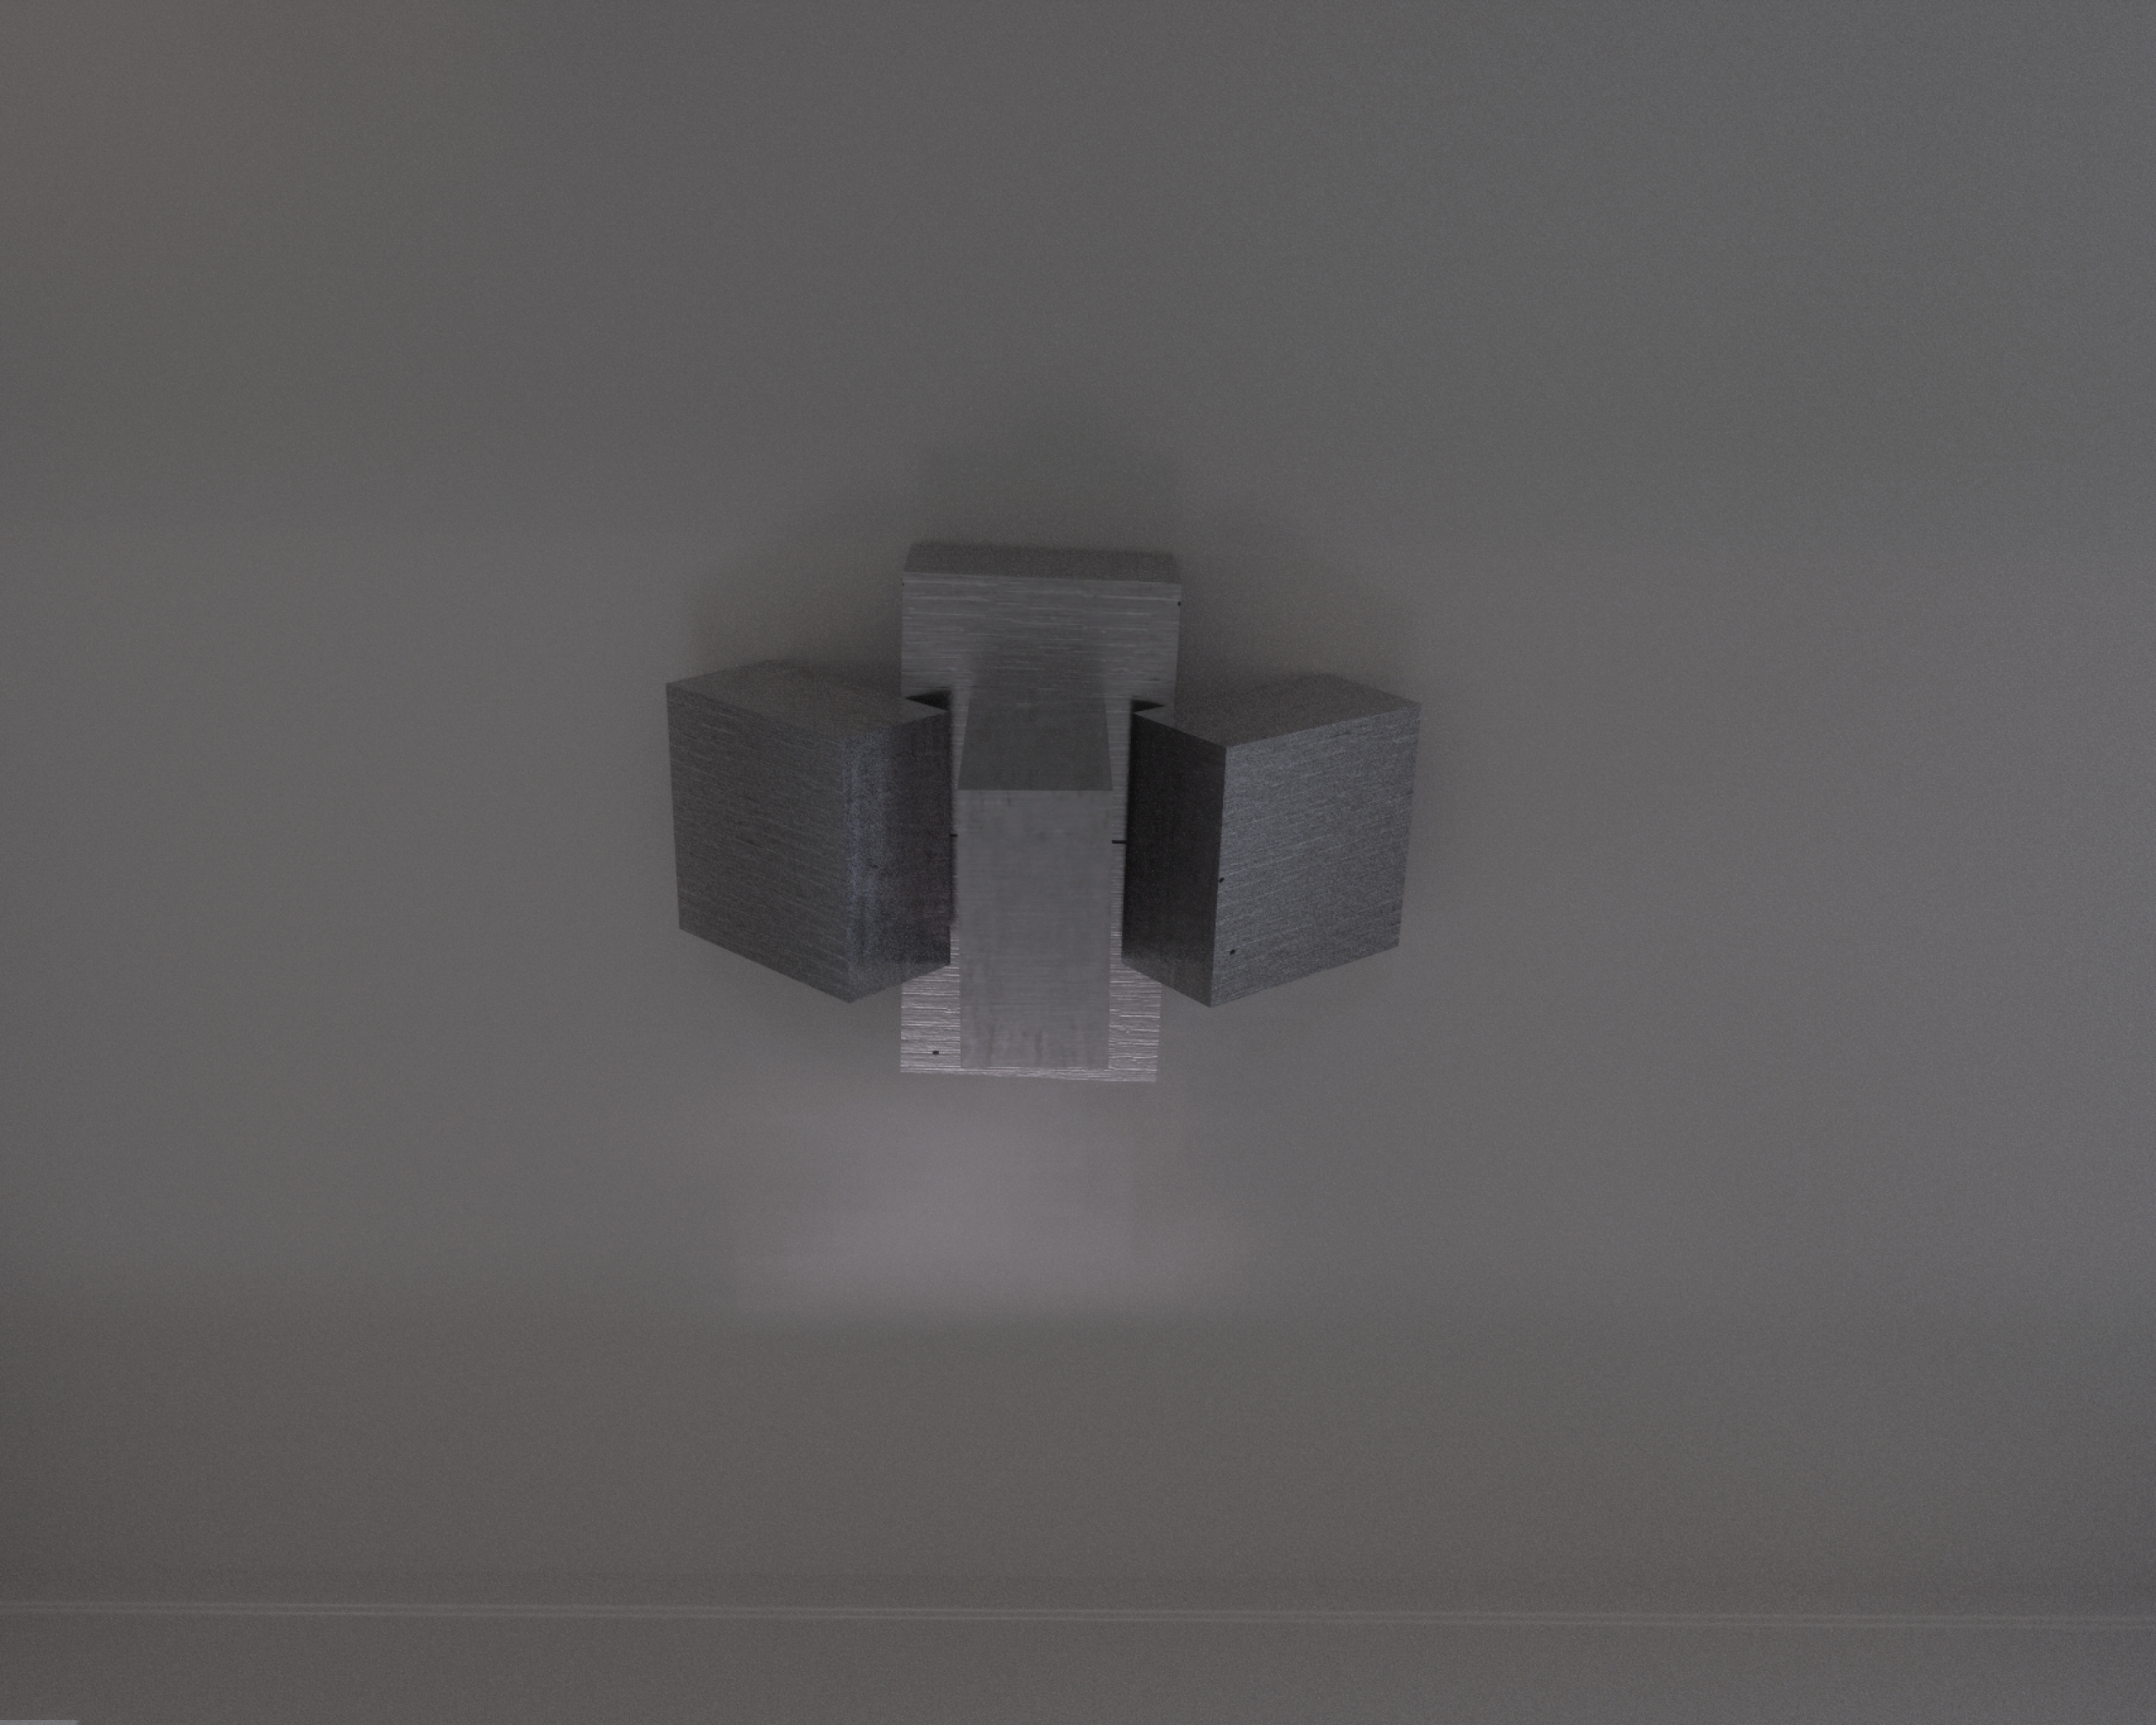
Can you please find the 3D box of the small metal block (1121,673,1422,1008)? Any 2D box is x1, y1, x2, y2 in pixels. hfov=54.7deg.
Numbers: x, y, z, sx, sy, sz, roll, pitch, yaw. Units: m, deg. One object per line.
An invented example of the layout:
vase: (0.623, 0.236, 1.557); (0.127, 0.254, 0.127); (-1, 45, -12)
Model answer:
small metal block: (0.036, -0.005, 0.395); (0.050, 0.025, 0.050); (-15, 116, -37)

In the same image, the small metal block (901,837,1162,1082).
small metal block: (-0.009, 0.015, 0.414); (0.050, 0.025, 0.050); (2, 110, -1)

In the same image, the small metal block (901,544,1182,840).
small metal block: (-0.008, -0.032, 0.396); (0.050, 0.025, 0.050); (2, 110, -2)

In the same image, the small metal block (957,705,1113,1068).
small metal block: (-0.007, 0.003, 0.370); (0.025, 0.050, 0.050); (0, 110, -1)

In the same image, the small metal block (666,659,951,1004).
small metal block: (-0.051, -0.007, 0.392); (0.050, 0.025, 0.050); (19, 117, 39)
